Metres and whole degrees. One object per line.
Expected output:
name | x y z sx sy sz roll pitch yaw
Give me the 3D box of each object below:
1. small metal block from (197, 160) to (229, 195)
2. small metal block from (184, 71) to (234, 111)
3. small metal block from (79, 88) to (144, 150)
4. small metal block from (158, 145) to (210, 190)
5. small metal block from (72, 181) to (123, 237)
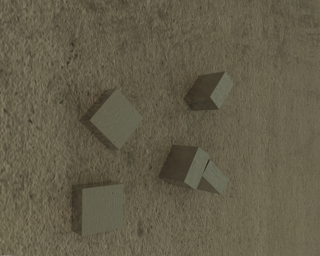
small metal block | 0.060 0.067 0.438 0.050 0.050 0.025 45 63 -31
small metal block | 0.070 -0.052 0.447 0.025 0.050 0.050 48 61 -29
small metal block | -0.055 -0.010 0.358 0.050 0.025 0.050 50 61 -28
small metal block | 0.032 0.052 0.415 0.025 0.050 0.050 39 66 -33
small metal block | -0.069 0.088 0.346 0.050 0.025 0.050 1 90 -40
